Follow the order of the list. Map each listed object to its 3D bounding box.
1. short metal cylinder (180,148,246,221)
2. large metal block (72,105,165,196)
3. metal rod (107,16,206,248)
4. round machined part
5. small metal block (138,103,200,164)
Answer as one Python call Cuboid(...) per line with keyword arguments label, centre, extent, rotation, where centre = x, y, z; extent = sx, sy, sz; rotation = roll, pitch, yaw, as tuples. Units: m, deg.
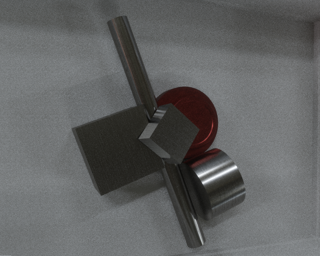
Cuboid(label="short metal cylinder", centre=(0.065, 0.073, 0.405), extent=(0.050, 0.080, 0.080), rotation=(-22, 98, -19))
Cuboid(label="large metal block", centre=(-0.052, 0.024, 0.375), extent=(0.081, 0.050, 0.080), rotation=(-22, 98, -19))
Cuboid(label="metal rod", centre=(-0.002, 0.011, 0.387), extent=(0.025, 0.025, 0.298), rotation=(-22, 98, -19))
Cuboid(label="round machined part", centre=(0.035, -0.007, 0.413), extent=(0.099, 0.042, 0.097), rotation=(0, 90, -21))
Cuboid(label="small metal block", centre=(0.011, 0.007, 0.363), extent=(0.050, 0.025, 0.050), rotation=(41, 65, -23))
